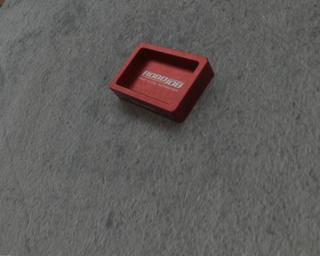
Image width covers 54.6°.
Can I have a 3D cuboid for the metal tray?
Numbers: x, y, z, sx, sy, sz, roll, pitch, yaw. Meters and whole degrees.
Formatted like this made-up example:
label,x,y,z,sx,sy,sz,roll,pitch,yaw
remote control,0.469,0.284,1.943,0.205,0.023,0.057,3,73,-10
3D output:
label,x,y,z,sx,sy,sz,roll,pitch,yaw
metal tray,-0.001,-0.069,0.444,0.130,0.030,0.090,24,75,36
